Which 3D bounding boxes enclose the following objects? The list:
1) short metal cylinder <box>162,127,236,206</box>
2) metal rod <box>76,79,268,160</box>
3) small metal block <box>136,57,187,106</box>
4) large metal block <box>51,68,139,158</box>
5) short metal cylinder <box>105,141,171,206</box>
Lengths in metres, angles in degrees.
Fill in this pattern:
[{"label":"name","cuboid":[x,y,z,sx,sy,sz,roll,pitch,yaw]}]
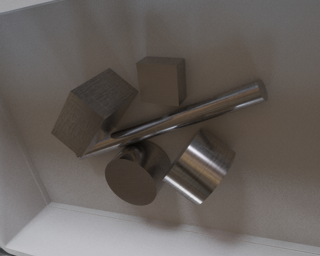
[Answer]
[{"label":"short metal cylinder","cuboid":[0.046,0.046,0.375,0.050,0.080,0.079,37,129,3]},{"label":"metal rod","cuboid":[-0.009,-0.001,0.410,0.300,0.025,0.025,-19,109,35]},{"label":"small metal block","cuboid":[0.003,-0.056,0.369,0.050,0.025,0.050,8,122,23]},{"label":"large metal block","cuboid":[-0.084,-0.021,0.402,0.050,0.080,0.080,40,129,1]},{"label":"short metal cylinder","cuboid":[-0.031,0.064,0.444,0.080,0.050,0.079,13,124,20]}]
